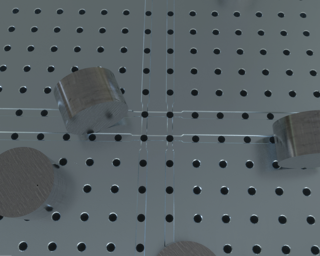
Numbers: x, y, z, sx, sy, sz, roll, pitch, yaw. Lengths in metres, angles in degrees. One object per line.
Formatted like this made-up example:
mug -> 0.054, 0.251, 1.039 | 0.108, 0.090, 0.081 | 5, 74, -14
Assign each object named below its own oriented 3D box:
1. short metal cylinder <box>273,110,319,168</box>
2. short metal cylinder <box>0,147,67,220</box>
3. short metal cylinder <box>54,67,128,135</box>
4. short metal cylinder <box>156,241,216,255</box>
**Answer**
short metal cylinder -> 0.183, 0.016, 0.378 | 0.081, 0.080, 0.050 | -1, 70, 0
short metal cylinder -> -0.160, 0.068, 0.372 | 0.081, 0.050, 0.080 | 0, 70, 0
short metal cylinder -> -0.087, -0.033, 0.394 | 0.080, 0.080, 0.050 | -22, 72, -8
short metal cylinder -> 0.028, 0.166, 0.338 | 0.081, 0.050, 0.080 | 0, 70, 0
